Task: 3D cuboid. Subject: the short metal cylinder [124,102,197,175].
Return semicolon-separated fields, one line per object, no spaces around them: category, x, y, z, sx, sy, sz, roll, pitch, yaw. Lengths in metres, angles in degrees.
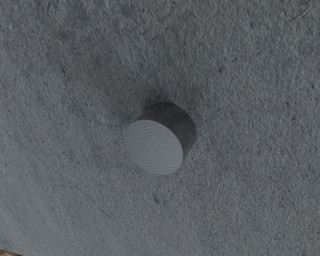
short metal cylinder;0.001;0.013;0.399;0.080;0.050;0.079;13;124;20
